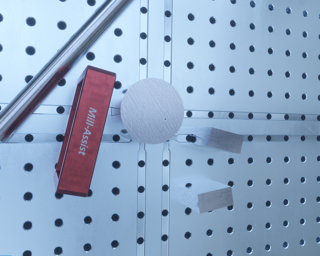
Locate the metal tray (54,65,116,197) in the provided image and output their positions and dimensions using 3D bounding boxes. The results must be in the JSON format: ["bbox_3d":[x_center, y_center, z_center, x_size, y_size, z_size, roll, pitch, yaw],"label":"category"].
[{"bbox_3d":[-0.087,0.003,0.346,0.030,0.090,0.129,14,85,-20],"label":"metal tray"}]

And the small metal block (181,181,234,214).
[{"bbox_3d":[0.064,0.093,0.425,0.050,0.050,0.025,-8,93,-20],"label":"small metal block"}]

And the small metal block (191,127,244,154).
[{"bbox_3d":[0.079,0.017,0.430,0.050,0.050,0.025,14,86,-20],"label":"small metal block"}]

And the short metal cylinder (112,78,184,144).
[{"bbox_3d":[-0.016,-0.020,0.394,0.081,0.050,0.079,0,90,-21],"label":"short metal cylinder"}]

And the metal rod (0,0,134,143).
[{"bbox_3d":[-0.094,-0.107,0.378,0.025,0.025,0.300,41,77,-16],"label":"metal rod"}]
